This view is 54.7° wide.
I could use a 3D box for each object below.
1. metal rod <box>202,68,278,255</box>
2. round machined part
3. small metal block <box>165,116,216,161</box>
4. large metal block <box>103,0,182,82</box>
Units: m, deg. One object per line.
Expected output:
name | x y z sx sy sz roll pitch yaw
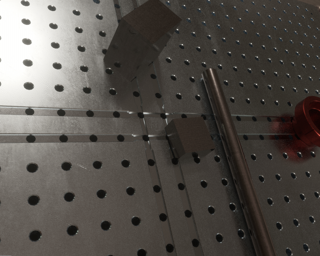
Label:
metal rod | 0.108 0.041 0.443 0.025 0.025 0.299 3 60 -27
round machined part | 0.279 -0.006 0.554 0.099 0.042 0.098 14 56 -21
small metal block | 0.041 0.014 0.424 0.050 0.025 0.050 -6 65 -31
large metal block | -0.025 -0.125 0.437 0.050 0.080 0.080 41 51 -1
